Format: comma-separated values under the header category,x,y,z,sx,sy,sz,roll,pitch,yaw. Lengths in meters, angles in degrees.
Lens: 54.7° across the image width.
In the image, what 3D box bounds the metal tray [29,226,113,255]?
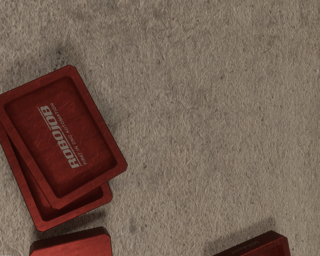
category,x,y,z,sx,sy,sz,roll,pitch,yaw
metal tray,-0.100,0.194,0.370,0.091,0.030,0.129,-7,93,-20

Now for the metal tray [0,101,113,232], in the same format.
category,x,y,z,sx,sy,sz,roll,pitch,yaw
metal tray,-0.120,0.041,0.362,0.091,0.030,0.129,-21,97,-19

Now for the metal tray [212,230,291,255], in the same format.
category,x,y,z,sx,sy,sz,roll,pitch,yaw
metal tray,0.135,0.218,0.458,0.131,0.030,0.089,-14,95,-20

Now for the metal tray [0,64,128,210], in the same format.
category,x,y,z,sx,sy,sz,roll,pitch,yaw
metal tray,-0.105,0.009,0.335,0.091,0.030,0.129,-30,100,-18
